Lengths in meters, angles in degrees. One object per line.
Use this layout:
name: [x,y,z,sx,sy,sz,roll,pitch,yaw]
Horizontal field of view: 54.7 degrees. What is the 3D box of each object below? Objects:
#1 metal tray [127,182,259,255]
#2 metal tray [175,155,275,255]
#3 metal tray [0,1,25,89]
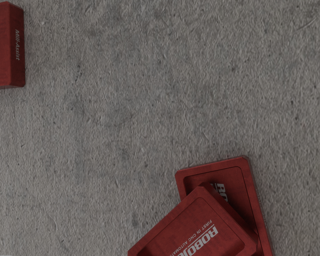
metal tray: [0.036,0.138,0.360,0.130,0.030,0.090,-46,76,14]
metal tray: [0.078,0.106,0.378,0.090,0.030,0.129,-15,85,19]
metal tray: [-0.266,-0.129,0.500,0.090,0.030,0.129,-2,89,20]
